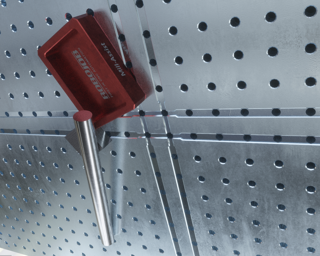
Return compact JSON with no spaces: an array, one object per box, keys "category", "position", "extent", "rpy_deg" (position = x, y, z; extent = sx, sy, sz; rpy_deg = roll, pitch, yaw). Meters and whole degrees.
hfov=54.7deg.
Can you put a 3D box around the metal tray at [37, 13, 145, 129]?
[{"category":"metal tray","position":[-0.091,-0.070,0.410],"extent":[0.090,0.030,0.130],"rpy_deg":[-24,106,36]}]

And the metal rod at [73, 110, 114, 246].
[{"category":"metal rod","position":[-0.101,0.100,0.501],"extent":[0.025,0.025,0.298],"rpy_deg":[16,132,19]}]

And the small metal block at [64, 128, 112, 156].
[{"category":"small metal block","position":[-0.111,0.016,0.478],"extent":[0.050,0.025,0.050],"rpy_deg":[-33,100,38]}]
